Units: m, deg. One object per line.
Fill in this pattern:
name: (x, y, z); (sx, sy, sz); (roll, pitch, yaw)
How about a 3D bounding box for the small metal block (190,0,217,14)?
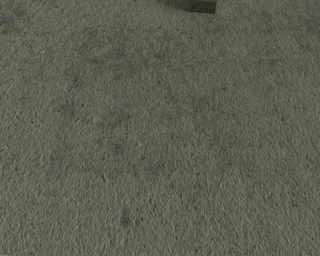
small metal block: (0.087, -0.254, 0.618); (0.050, 0.025, 0.050); (6, 50, 4)
